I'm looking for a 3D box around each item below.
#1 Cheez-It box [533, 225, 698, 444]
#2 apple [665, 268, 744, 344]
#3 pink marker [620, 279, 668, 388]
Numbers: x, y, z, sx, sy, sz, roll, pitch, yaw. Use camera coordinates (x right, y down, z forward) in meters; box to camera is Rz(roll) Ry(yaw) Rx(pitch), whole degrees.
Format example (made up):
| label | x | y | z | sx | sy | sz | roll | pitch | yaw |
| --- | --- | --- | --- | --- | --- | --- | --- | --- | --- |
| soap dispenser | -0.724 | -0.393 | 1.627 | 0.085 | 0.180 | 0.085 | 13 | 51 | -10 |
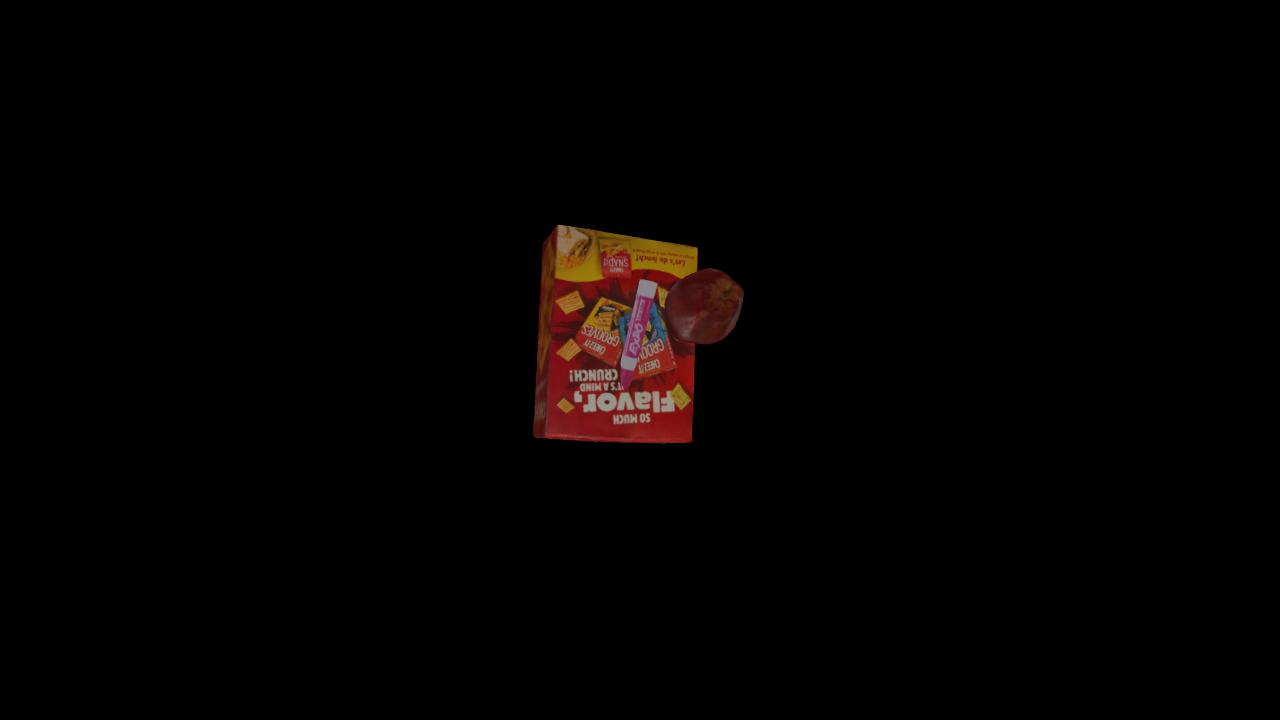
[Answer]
| label | x | y | z | sx | sy | sz | roll | pitch | yaw |
| --- | --- | --- | --- | --- | --- | --- | --- | --- | --- |
| Cheez-It box | -0.025 | -0.022 | 0.673 | 0.166 | 0.223 | 0.071 | 5 | -9 | -21 |
| apple | 0.067 | -0.056 | 0.644 | 0.079 | 0.079 | 0.093 | 0 | -14 | -19 |
| pink marker | -0.005 | -0.022 | 0.631 | 0.020 | 0.121 | 0.020 | 14 | 12 | -3 |
